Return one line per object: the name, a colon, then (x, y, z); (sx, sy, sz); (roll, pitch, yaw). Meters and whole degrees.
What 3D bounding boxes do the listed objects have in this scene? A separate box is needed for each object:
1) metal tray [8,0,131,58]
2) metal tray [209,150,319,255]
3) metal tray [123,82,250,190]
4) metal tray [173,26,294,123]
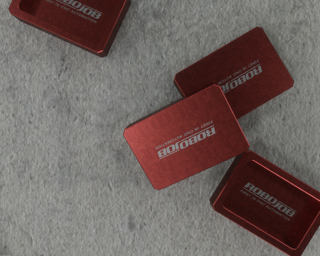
metal tray: (-0.115, -0.160, 0.405); (0.131, 0.030, 0.090); (24, 90, -1)
metal tray: (0.144, 0.098, 0.409); (0.130, 0.030, 0.090); (32, 90, -1)
metal tray: (0.032, 0.011, 0.388); (0.130, 0.030, 0.090); (-27, 99, 12)
metal tray: (0.095, -0.061, 0.409); (0.130, 0.030, 0.090); (-31, 90, -1)
